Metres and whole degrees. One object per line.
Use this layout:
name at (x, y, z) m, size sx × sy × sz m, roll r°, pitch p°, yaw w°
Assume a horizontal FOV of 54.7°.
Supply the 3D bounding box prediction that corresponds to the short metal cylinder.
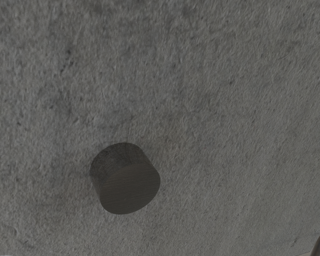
short metal cylinder at (-0.046, 0.066, 0.408) m, size 0.081 × 0.050 × 0.079 m, roll -14°, pitch 125°, yaw -21°
